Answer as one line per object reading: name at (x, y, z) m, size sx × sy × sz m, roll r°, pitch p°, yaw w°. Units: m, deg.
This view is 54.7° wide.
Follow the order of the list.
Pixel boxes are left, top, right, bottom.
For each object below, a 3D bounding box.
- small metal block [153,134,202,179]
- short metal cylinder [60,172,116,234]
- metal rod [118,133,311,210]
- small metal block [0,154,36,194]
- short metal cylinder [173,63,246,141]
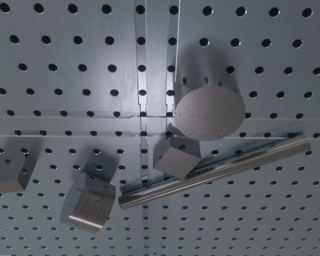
small metal block at (0.024, 0.043, 0.449) m, size 0.050 × 0.025 × 0.050 m, roll 23°, pitch 126°, yaw -19°
short metal cylinder at (-0.110, 0.113, 0.471) m, size 0.050 × 0.080 × 0.080 m, roll 28°, pitch 125°, yaw -22°
metal rod at (0.071, 0.072, 0.473) m, size 0.300 × 0.025 × 0.025 m, roll -22°, pitch 127°, yaw 17°
small metal block at (-0.217, 0.067, 0.450) m, size 0.050 × 0.050 × 0.025 m, roll -7°, pitch 130°, yaw 6°
short metal cylinder at (0.057, -0.030, 0.370) m, size 0.081 × 0.050 × 0.079 m, roll 0°, pitch 130°, yaw 0°
